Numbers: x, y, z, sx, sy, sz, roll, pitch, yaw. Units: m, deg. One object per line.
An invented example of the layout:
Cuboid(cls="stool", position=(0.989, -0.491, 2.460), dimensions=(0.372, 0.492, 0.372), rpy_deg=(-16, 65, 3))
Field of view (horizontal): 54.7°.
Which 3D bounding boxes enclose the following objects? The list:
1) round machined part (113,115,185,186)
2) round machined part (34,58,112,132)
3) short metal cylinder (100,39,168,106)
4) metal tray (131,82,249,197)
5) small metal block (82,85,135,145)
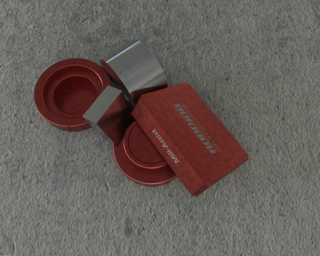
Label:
Cuboid(cls="round machined part", position=(-0.010, 0.022, 0.392), dimensions=(0.099, 0.042, 0.098), rpy_deg=(0, 70, -1))
Cuboid(cls="round machined part", position=(-0.111, -0.040, 0.414), dimensions=(0.099, 0.042, 0.098), rpy_deg=(0, 70, -1))
Cuboid(cls="short metal cylinder", position=(-0.034, -0.068, 0.405), dimensions=(0.050, 0.080, 0.080), rpy_deg=(-36, 74, -12))
Cuboid(cls="metal tray", position=(0.037, 0.008, 0.381), dimensions=(0.091, 0.030, 0.130), rpy_deg=(-22, 68, -42))
Cuboid(cls="small metal block", position=(-0.059, -0.015, 0.382), dimensions=(0.025, 0.050, 0.050), rpy_deg=(23, 69, 34))
